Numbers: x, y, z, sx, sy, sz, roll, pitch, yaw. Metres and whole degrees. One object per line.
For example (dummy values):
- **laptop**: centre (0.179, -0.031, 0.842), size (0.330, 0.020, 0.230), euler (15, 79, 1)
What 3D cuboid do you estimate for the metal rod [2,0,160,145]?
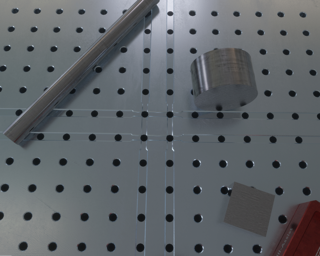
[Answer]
- **metal rod**: centre (-0.103, -0.097, 0.446), size (0.025, 0.025, 0.300), euler (36, 74, 12)

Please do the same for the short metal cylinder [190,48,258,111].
- **short metal cylinder**: centre (0.082, -0.061, 0.405), size (0.081, 0.080, 0.050), euler (-4, 70, -2)

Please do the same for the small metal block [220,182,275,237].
- **small metal block**: centre (0.106, 0.099, 0.376), size (0.050, 0.025, 0.050), euler (18, 71, 6)

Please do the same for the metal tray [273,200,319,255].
- **metal tray**: centre (0.180, 0.161, 0.351), size (0.090, 0.030, 0.130), euler (33, 73, 11)
